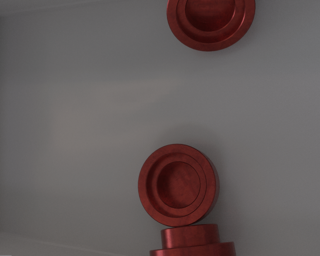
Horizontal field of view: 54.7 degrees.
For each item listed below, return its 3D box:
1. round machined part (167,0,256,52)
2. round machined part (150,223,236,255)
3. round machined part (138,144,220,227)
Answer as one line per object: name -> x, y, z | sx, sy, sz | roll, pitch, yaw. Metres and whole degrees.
round machined part -> 0.058, -0.143, 0.363 | 0.098, 0.098, 0.042 | -13, 42, 19
round machined part -> 0.037, 0.137, 0.362 | 0.098, 0.098, 0.042 | -14, 67, 19
round machined part -> 0.026, 0.071, 0.385 | 0.098, 0.042, 0.098 | -5, 76, 22
